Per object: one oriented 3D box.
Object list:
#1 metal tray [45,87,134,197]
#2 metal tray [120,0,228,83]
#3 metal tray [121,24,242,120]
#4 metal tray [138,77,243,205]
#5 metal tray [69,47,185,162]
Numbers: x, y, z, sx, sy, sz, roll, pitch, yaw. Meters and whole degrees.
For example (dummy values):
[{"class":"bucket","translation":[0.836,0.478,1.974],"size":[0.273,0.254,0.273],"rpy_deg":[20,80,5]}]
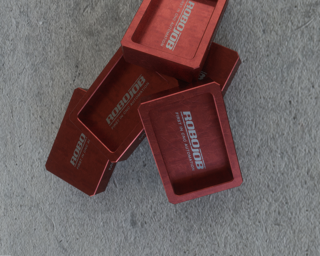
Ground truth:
[{"class":"metal tray","translation":[-0.100,0.019,0.441],"size":[0.090,0.030,0.129],"rpy_deg":[26,98,17]},{"class":"metal tray","translation":[0.021,-0.125,0.363],"size":[0.090,0.030,0.130],"rpy_deg":[20,69,8]},{"class":"metal tray","translation":[0.025,-0.076,0.398],"size":[0.130,0.030,0.090],"rpy_deg":[28,99,17]},{"class":"metal tray","translation":[0.036,0.017,0.358],"size":[0.090,0.030,0.129],"rpy_deg":[-17,109,2]},{"class":"metal tray","translation":[-0.043,-0.032,0.390],"size":[0.090,0.030,0.130],"rpy_deg":[43,103,14]}]
